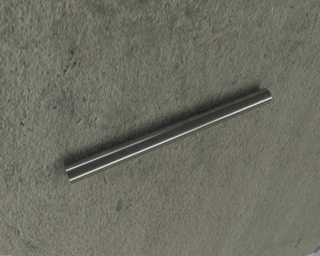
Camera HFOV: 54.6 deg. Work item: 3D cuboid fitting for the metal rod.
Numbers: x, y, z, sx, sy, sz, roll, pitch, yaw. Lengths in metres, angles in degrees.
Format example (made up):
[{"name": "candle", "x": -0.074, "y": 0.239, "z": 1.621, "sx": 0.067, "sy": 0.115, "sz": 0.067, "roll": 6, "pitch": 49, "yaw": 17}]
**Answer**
[{"name": "metal rod", "x": 0.023, "y": 0.004, "z": 0.420, "sx": 0.302, "sy": 0.025, "sz": 0.025, "roll": -21, "pitch": 127, "yaw": -16}]
